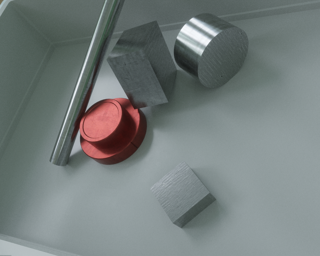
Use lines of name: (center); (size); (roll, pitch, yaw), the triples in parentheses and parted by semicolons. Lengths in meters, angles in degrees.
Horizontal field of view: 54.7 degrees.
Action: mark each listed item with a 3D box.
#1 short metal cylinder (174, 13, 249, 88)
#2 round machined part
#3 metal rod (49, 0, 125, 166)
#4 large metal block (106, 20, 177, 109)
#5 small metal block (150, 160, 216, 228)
short metal cylinder: (0.065, -0.099, 0.396); (0.080, 0.080, 0.050); (-43, 51, -1)
round machined part: (-0.071, -0.002, 0.432); (0.098, 0.042, 0.098); (-13, 56, 20)
metal rod: (-0.095, -0.087, 0.431); (0.025, 0.025, 0.298); (28, 101, 37)
large metal block: (-0.020, -0.085, 0.418); (0.050, 0.080, 0.080); (-11, 39, 22)
small metal block: (0.025, 0.074, 0.346); (0.050, 0.025, 0.050); (-40, 51, 1)
